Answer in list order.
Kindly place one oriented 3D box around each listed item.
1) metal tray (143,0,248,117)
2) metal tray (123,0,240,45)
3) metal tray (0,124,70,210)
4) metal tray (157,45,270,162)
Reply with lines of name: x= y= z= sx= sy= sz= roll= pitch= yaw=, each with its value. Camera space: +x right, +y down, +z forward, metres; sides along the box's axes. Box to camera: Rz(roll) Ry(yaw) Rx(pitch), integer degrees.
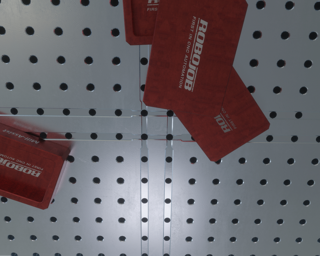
metal tray: x=0.035 y=-0.083 z=0.348 sx=0.090 sy=0.030 sz=0.129 roll=9 pitch=110 yaw=-4
metal tray: x=0.024 y=-0.145 z=0.357 sx=0.131 sy=0.030 sz=0.089 roll=-2 pitch=110 yaw=0
metal tray: x=-0.202 y=0.050 z=0.427 sx=0.131 sy=0.030 sz=0.089 roll=21 pitch=109 yaw=-8
metal tray: x=0.069 y=-0.031 z=0.400 sx=0.090 sy=0.030 sz=0.130 roll=-34 pitch=107 yaw=12
